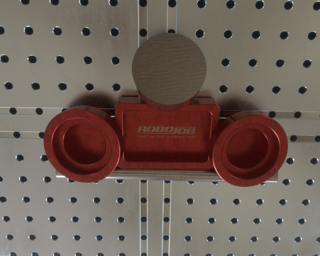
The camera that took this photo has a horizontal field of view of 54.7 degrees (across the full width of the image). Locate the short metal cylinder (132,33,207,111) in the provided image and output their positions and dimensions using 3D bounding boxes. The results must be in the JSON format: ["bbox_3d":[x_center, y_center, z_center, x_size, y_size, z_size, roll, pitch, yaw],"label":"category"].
[{"bbox_3d":[0.010,-0.062,0.358,0.081,0.050,0.080,0,84,0],"label":"short metal cylinder"}]

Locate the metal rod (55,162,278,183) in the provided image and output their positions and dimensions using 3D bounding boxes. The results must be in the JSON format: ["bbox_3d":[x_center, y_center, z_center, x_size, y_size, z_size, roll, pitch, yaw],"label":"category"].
[{"bbox_3d":[0.010,0.061,0.432,0.302,0.025,0.025,2,110,-1],"label":"metal rod"}]

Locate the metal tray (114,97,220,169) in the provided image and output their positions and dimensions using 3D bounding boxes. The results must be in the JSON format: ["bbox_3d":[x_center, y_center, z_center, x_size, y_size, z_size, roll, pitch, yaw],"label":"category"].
[{"bbox_3d":[0.008,0.007,0.408,0.131,0.030,0.089,1,111,-1],"label":"metal tray"}]

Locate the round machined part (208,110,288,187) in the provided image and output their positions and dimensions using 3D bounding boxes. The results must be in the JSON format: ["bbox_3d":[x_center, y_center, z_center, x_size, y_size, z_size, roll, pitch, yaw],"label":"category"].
[{"bbox_3d":[0.110,0.024,0.405,0.099,0.042,0.097,-3,109,-8],"label":"round machined part"}]

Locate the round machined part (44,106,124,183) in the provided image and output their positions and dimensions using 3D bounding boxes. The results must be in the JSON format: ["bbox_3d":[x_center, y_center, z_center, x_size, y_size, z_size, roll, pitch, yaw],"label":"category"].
[{"bbox_3d":[-0.094,0.018,0.401,0.099,0.042,0.097,2,108,7],"label":"round machined part"}]
